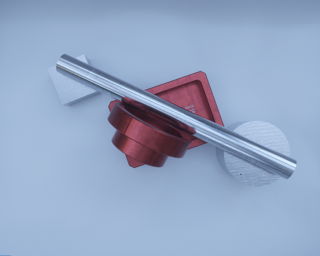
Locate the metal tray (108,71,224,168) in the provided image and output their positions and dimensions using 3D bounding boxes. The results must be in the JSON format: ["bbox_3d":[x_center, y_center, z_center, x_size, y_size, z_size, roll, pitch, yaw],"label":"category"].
[{"bbox_3d":[0.009,-0.011,0.407,0.131,0.030,0.090,-19,90,-1],"label":"metal tray"}]

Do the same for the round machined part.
[{"bbox_3d":[-0.017,0.011,0.360,0.098,0.098,0.042,28,98,-1],"label":"round machined part"}]

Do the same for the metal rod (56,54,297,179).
[{"bbox_3d":[0.014,-0.016,0.369,0.301,0.025,0.025,25,90,6],"label":"metal rod"}]

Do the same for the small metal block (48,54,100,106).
[{"bbox_3d":[-0.111,-0.062,0.408,0.050,0.025,0.050,-22,90,-1],"label":"small metal block"}]

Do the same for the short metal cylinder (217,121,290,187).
[{"bbox_3d":[0.117,0.031,0.399,0.081,0.050,0.079,0,90,-1],"label":"short metal cylinder"}]
